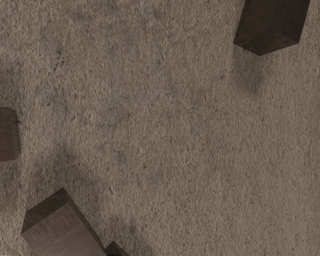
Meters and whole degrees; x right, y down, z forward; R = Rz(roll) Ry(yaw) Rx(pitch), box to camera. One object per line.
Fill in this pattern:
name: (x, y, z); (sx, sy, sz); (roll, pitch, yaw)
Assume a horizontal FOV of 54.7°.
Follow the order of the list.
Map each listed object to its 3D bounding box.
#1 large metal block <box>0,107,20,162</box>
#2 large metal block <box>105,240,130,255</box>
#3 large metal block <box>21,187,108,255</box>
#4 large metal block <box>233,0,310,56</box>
large metal block: (-0.189, 0.009, 0.310); (0.081, 0.080, 0.050); (-7, 93, -20)
large metal block: (-0.054, 0.202, 0.377); (0.080, 0.050, 0.080); (-45, 104, -15)
large metal block: (-0.104, 0.119, 0.342); (0.050, 0.080, 0.080); (-35, 102, -17)
large metal block: (0.158, -0.157, 0.440); (0.050, 0.080, 0.080); (19, 84, -19)
